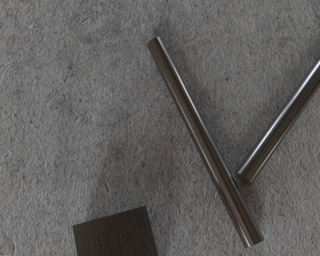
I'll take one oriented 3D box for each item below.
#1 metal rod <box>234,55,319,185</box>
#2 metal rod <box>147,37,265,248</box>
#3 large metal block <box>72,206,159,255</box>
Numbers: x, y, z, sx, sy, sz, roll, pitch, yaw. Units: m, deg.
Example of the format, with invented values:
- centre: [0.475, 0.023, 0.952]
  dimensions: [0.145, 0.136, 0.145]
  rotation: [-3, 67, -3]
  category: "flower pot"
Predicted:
- centre: [0.197, -0.046, 0.427]
  dimensions: [0.025, 0.025, 0.301]
  rotation: [37, 74, 12]
  category: "metal rod"
- centre: [0.051, 0.005, 0.406]
  dimensions: [0.025, 0.025, 0.299]
  rotation: [-22, 72, -8]
  category: "metal rod"
- centre: [-0.044, 0.139, 0.344]
  dimensions: [0.081, 0.050, 0.080]
  rotation: [-14, 71, -6]
  category: "large metal block"
